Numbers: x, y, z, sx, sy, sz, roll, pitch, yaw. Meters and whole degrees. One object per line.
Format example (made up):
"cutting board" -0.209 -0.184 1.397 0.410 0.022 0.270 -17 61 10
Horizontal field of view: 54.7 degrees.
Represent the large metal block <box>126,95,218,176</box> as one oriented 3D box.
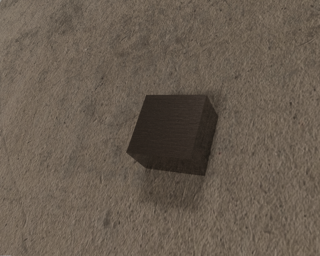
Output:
"large metal block" 0.017 0.007 0.373 0.080 0.050 0.080 3 63 29
